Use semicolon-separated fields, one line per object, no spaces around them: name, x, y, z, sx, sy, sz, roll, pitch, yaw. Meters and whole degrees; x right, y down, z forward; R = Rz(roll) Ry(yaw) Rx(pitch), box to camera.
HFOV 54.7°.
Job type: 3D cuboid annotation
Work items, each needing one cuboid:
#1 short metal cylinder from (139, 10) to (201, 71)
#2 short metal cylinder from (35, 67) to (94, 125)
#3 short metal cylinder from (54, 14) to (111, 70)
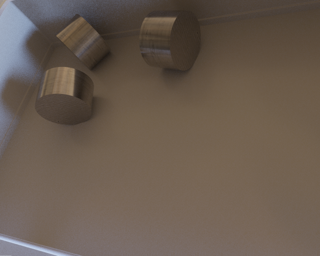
short metal cylinder;0.016;-0.124;0.437;0.050;0.080;0.080;14;69;33
short metal cylinder;-0.144;-0.047;0.473;0.080;0.080;0.050;-15;56;19
short metal cylinder;-0.130;-0.144;0.525;0.050;0.080;0.080;-45;51;-3
